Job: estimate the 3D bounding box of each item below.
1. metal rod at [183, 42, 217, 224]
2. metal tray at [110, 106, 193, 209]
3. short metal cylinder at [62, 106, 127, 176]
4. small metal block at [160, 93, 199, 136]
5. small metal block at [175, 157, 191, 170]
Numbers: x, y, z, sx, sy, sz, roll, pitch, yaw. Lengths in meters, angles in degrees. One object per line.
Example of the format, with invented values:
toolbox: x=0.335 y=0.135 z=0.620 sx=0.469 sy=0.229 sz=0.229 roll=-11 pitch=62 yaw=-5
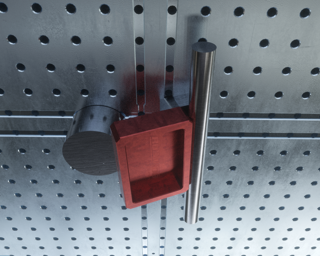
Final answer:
metal rod: x=0.047 y=0.032 z=0.406 sx=0.025 sy=0.025 sz=0.298 roll=-1 pitch=130 yaw=0
metal tray: x=-0.008 y=0.041 z=0.391 sx=0.091 sy=0.030 sz=0.129 roll=-14 pitch=132 yaw=-14
short metal cylinder: x=-0.082 y=0.017 z=0.408 sx=0.081 sy=0.050 sz=0.079 roll=0 pitch=130 yaw=0
small metal block: x=0.031 y=-0.015 z=0.399 sx=0.050 sy=0.025 sz=0.050 roll=-12 pitch=130 yaw=9
small metal block: x=0.020 y=0.052 z=0.455 sx=0.050 sy=0.025 sz=0.050 roll=32 pitch=123 yaw=-25
